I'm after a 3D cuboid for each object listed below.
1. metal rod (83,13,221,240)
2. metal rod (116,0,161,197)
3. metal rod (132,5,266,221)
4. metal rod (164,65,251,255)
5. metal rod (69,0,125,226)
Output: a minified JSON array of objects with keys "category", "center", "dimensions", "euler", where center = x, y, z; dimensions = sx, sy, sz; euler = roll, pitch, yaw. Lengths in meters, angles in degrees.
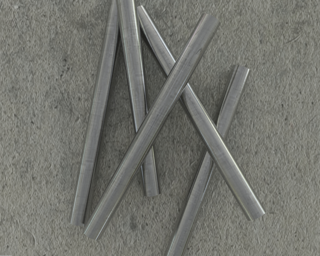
[{"category":"metal rod","center":[-0.012,0.002,0.375],"dimensions":[0.025,0.025,0.299],"euler":[29,95,0]},{"category":"metal rod","center":[-0.030,-0.061,0.395],"dimensions":[0.025,0.025,0.298],"euler":[-7,96,0]},{"category":"metal rod","center":[0.043,-0.024,0.391],"dimensions":[0.025,0.025,0.299],"euler":[-29,83,0]},{"category":"metal rod","center":[0.057,0.062,0.410],"dimensions":[0.025,0.025,0.299],"euler":[20,90,0]},{"category":"metal rod","center":[-0.080,-0.022,0.409],"dimensions":[0.025,0.025,0.298],"euler":[11,90,0]}]
